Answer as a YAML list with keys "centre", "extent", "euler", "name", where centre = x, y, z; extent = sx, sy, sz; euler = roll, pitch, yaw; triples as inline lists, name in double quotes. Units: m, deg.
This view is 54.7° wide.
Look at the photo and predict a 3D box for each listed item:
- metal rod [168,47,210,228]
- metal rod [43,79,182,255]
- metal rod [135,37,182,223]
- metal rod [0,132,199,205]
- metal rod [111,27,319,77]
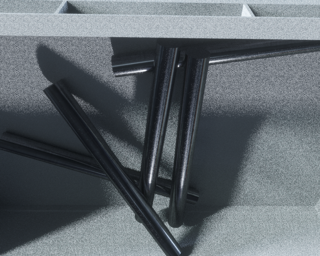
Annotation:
- centre: [0.031, 0.038, 0.407]
  extent: [0.025, 0.025, 0.298]
  euler: [2, 130, -2]
  name: "metal rod"
- centre: [-0.053, 0.068, 0.416]
  extent: [0.025, 0.025, 0.299]
  euler: [-25, 111, 19]
  name: "metal rod"
- centre: [-0.009, 0.029, 0.398]
  extent: [0.025, 0.025, 0.298]
  euler: [5, 130, -5]
  name: "metal rod"
- centre: [-0.079, 0.065, 0.463]
  extent: [0.302, 0.025, 0.025]
  euler: [19, 127, -16]
  name: "metal rod"
- centre: [0.098, -0.086, 0.336]
  extent: [0.302, 0.025, 0.025]
  euler: [-6, 130, 5]
  name: "metal rod"
